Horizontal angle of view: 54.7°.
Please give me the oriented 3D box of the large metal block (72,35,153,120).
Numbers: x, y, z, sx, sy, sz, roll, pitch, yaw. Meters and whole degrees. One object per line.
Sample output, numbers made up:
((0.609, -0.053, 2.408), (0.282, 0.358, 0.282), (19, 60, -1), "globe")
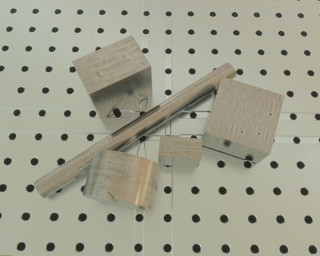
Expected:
((-0.058, -0.063, 0.406), (0.080, 0.080, 0.050), (-27, 73, -10), "large metal block")

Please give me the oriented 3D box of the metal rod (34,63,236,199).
((-0.024, -0.003, 0.412), (0.301, 0.025, 0.025), (-33, 74, -12), "metal rod")

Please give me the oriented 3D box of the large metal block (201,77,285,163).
((0.104, -0.009, 0.400), (0.080, 0.050, 0.080), (18, 71, 6), "large metal block")

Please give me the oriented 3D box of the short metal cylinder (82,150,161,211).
((-0.043, 0.062, 0.359), (0.080, 0.080, 0.050), (11, 71, 3), "short metal cylinder")

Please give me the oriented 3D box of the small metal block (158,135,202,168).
((0.024, 0.031, 0.388), (0.050, 0.050, 0.025), (5, 70, 1), "small metal block")
